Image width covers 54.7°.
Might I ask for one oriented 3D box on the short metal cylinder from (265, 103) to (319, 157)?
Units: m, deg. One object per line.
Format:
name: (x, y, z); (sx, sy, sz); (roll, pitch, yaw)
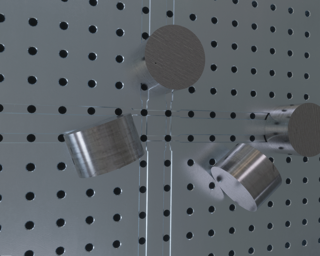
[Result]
short metal cylinder: (0.211, 0.003, 0.477); (0.081, 0.050, 0.079); (0, 90, -20)

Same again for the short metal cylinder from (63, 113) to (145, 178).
short metal cylinder: (-0.064, 0.019, 0.360); (0.081, 0.080, 0.050); (-21, 97, -19)

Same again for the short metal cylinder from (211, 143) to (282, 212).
short metal cylinder: (0.118, 0.067, 0.427); (0.050, 0.080, 0.080); (-40, 103, -15)

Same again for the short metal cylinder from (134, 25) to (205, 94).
short metal cylinder: (0.011, -0.087, 0.403); (0.081, 0.050, 0.079); (0, 90, -20)
